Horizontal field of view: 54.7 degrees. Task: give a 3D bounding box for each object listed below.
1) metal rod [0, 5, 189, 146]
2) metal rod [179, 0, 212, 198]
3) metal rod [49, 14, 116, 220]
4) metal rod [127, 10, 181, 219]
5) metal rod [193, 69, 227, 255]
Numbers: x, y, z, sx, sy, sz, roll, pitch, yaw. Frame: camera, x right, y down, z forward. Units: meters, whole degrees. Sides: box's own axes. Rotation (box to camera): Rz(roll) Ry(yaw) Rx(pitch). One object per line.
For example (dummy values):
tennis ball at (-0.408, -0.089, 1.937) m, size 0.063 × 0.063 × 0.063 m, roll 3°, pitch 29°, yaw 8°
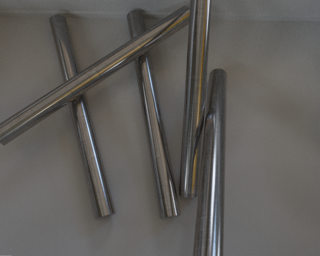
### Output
metal rod at (-0.078, -0.076, 0.408) m, size 0.301 × 0.025 × 0.025 m, roll -36°, pitch 74°, yaw -13°
metal rod at (0.044, -0.066, 0.372) m, size 0.025 × 0.025 × 0.298 m, roll 3°, pitch 94°, yaw 1°
metal rod at (-0.109, -0.028, 0.419) m, size 0.025 × 0.025 × 0.299 m, roll -16°, pitch 71°, yaw -6°
metal rod at (-0.013, -0.032, 0.421) m, size 0.025 × 0.025 × 0.299 m, roll -9°, pitch 70°, yaw -3°
metal rod at (0.058, 0.030, 0.333) m, size 0.025 × 0.025 × 0.300 m, roll 10°, pitch 45°, yaw 4°
